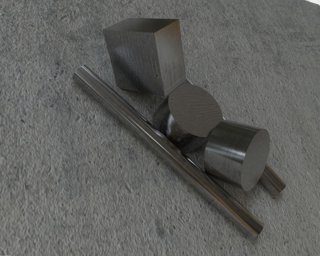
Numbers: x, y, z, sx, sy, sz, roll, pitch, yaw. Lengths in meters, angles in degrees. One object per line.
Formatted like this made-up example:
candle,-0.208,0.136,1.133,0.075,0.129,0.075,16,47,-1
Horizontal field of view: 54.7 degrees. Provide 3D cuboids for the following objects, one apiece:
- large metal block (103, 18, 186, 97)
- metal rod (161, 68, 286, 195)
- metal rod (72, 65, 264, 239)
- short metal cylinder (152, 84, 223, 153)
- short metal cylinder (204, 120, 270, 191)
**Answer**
large metal block,-0.018,-0.093,0.397,0.080,0.080,0.050,15,41,34
metal rod,0.071,-0.023,0.457,0.300,0.025,0.025,48,51,6
metal rod,0.010,0.030,0.391,0.300,0.025,0.025,42,51,0
short metal cylinder,0.036,-0.012,0.416,0.081,0.050,0.080,14,56,-21
short metal cylinder,0.099,0.034,0.395,0.050,0.079,0.081,17,39,37
